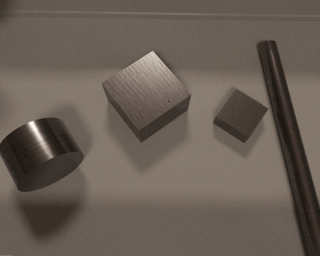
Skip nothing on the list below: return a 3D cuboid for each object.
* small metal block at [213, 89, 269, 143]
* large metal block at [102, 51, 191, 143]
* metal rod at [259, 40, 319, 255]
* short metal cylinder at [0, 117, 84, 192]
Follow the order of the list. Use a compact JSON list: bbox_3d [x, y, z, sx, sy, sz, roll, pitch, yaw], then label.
[{"bbox_3d":[0.108,-0.016,0.417,0.050,0.025,0.050,35,73,11],"label":"small metal block"},{"bbox_3d":[-0.017,-0.041,0.411,0.080,0.050,0.080,-35,74,-12],"label":"large metal block"},{"bbox_3d":[0.172,0.018,0.405,0.025,0.025,0.299,-5,70,-2],"label":"metal rod"},{"bbox_3d":[-0.139,0.032,0.367,0.080,0.080,0.050,-32,74,-11],"label":"short metal cylinder"}]
